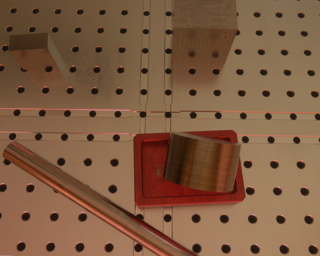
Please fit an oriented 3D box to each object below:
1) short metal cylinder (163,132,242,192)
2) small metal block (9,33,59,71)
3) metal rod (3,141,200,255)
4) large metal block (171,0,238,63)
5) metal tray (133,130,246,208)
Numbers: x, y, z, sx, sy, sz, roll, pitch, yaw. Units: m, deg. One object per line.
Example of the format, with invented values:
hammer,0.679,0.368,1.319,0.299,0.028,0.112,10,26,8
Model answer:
short metal cylinder,0.047,0.036,0.349,0.080,0.080,0.050,10,93,3
small metal block,-0.175,-0.106,0.435,0.050,0.050,0.025,-5,70,-2
metal rod,-0.063,0.100,0.374,0.301,0.025,0.025,29,73,10
large metal block,0.058,-0.134,0.432,0.081,0.080,0.050,1,70,0
metal tray,0.034,0.052,0.390,0.131,0.030,0.090,-2,70,-2
